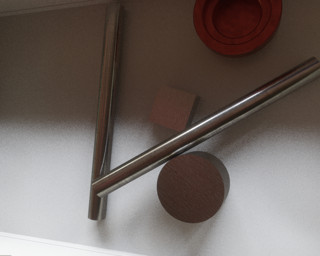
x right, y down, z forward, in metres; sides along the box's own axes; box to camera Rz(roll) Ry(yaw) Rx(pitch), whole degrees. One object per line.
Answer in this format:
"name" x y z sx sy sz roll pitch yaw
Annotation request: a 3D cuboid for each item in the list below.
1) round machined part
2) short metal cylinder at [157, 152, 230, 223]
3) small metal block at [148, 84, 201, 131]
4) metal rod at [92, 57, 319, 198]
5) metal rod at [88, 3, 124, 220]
"round machined part" 0.092 -0.132 0.369 0.098 0.042 0.097 0 90 19
"short metal cylinder" 0.042 0.070 0.382 0.080 0.050 0.079 0 90 19
"small metal block" 0.019 -0.025 0.403 0.050 0.025 0.050 20 96 18
"metal rod" 0.049 0.004 0.373 0.300 0.025 0.025 -30 80 9
"metal rod" -0.076 -0.021 0.436 0.025 0.025 0.298 6 92 19
